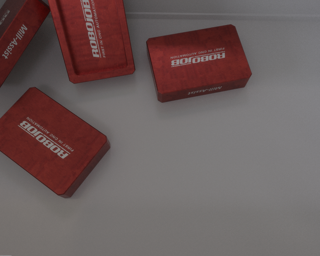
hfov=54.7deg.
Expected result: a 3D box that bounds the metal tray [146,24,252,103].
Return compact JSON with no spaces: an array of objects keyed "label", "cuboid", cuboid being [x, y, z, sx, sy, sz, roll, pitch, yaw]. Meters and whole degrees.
[{"label":"metal tray","cuboid":[0.053,-0.093,0.441,0.131,0.030,0.090,-11,70,-4]}]

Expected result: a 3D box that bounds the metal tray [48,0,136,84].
[{"label":"metal tray","cuboid":[-0.088,-0.131,0.411,0.091,0.030,0.129,-11,114,-4]}]

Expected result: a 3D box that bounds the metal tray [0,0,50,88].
[{"label":"metal tray","cuboid":[-0.209,-0.116,0.413,0.090,0.030,0.130,18,76,45]}]

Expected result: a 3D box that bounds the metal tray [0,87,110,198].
[{"label":"metal tray","cuboid":[-0.142,0.017,0.400,0.130,0.030,0.090,33,73,11]}]
